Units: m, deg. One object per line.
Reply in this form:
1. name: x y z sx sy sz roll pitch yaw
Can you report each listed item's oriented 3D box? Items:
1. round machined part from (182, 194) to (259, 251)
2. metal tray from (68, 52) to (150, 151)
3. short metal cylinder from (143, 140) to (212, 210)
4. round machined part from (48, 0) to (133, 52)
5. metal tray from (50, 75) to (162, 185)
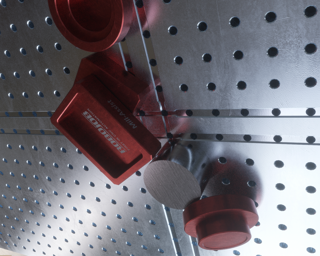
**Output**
1. round machined part: 0.081 0.129 0.406 0.099 0.042 0.097 -4 141 -3
2. metal tray: -0.080 -0.028 0.431 0.090 0.030 0.129 35 129 4
3. short metal cylinder: 0.025 0.063 0.420 0.080 0.050 0.079 13 124 20
4. round machined part: -0.074 -0.140 0.351 0.098 0.042 0.097 13 124 20
5. metal tray: -0.073 0.006 0.408 0.130 0.030 0.090 46 129 -5
